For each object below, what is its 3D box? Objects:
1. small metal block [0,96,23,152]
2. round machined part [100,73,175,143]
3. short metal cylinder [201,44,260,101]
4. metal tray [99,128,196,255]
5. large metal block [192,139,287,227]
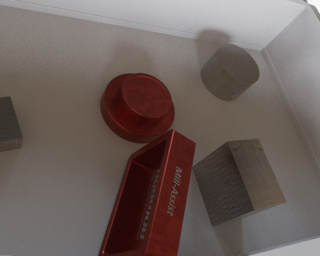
[{"bbox_3d":[-0.173,-0.001,0.314,0.050,0.025,0.050,-13,68,-34],"label":"small metal block"},{"bbox_3d":[-0.024,-0.032,0.403,0.099,0.042,0.098,14,56,-21],"label":"round machined part"},{"bbox_3d":[0.115,-0.091,0.509,0.081,0.050,0.080,14,56,-21],"label":"short metal cylinder"},{"bbox_3d":[-0.012,0.073,0.311,0.030,0.090,0.130,32,51,-22],"label":"metal tray"},{"bbox_3d":[0.093,0.068,0.381,0.050,0.080,0.080,-3,63,-30],"label":"large metal block"}]
